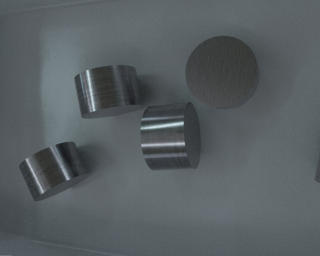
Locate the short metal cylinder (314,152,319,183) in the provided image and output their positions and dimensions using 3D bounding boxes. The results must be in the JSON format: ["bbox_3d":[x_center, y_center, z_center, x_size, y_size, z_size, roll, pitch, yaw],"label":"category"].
[{"bbox_3d":[0.204,0.037,0.310,0.080,0.080,0.050,11,94,19],"label":"short metal cylinder"}]

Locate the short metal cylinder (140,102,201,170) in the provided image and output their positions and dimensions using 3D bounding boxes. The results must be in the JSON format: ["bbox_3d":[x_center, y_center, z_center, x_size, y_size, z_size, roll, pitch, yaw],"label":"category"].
[{"bbox_3d":[0.016,0.011,0.375,0.050,0.080,0.080,-5,88,19],"label":"short metal cylinder"}]

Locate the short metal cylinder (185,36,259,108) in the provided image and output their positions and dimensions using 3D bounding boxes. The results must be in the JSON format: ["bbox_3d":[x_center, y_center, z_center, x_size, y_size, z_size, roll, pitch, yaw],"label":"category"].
[{"bbox_3d":[0.076,-0.064,0.370,0.080,0.050,0.079,0,90,19],"label":"short metal cylinder"}]

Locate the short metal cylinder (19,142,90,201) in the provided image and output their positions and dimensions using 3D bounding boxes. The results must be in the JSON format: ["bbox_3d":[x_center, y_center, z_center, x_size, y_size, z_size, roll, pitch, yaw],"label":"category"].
[{"bbox_3d":[-0.145,0.060,0.431,0.080,0.080,0.050,-32,80,17],"label":"short metal cylinder"}]

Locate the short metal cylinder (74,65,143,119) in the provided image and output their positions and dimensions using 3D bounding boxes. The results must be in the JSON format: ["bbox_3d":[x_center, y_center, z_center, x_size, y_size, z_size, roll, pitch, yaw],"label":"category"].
[{"bbox_3d":[-0.066,-0.045,0.404,0.080,0.080,0.050,-13,86,19],"label":"short metal cylinder"}]
